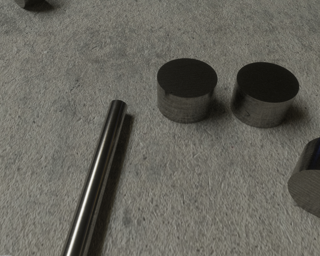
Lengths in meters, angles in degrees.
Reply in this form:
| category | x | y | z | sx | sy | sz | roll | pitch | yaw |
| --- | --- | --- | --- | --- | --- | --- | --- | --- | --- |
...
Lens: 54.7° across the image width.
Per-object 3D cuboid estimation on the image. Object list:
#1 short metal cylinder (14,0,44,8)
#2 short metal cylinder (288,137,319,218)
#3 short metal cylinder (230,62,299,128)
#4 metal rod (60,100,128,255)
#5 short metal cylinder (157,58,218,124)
| category | x | y | z | sx | sy | sz | roll | pitch | yaw |
| --- | --- | --- | --- | --- | --- | --- | --- | --- | --- |
| short metal cylinder | -0.264 | -0.283 | 0.603 | 0.050 | 0.080 | 0.080 | -36 | 59 | -26 |
| short metal cylinder | 0.183 | 0.054 | 0.323 | 0.080 | 0.080 | 0.050 | 27 | 55 | 21 |
| short metal cylinder | 0.142 | -0.046 | 0.426 | 0.081 | 0.050 | 0.080 | 0 | 50 | 0 |
| metal rod | -0.076 | 0.084 | 0.332 | 0.025 | 0.025 | 0.300 | 6 | 50 | 5 |
| short metal cylinder | 0.036 | -0.052 | 0.431 | 0.081 | 0.050 | 0.080 | 0 | 50 | 0 |
